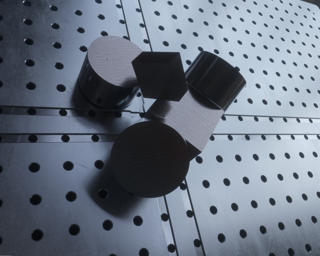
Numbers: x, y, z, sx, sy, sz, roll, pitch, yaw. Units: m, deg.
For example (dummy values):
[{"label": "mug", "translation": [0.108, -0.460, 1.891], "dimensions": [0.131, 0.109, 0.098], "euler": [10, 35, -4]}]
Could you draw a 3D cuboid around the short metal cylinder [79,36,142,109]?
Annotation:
[{"label": "short metal cylinder", "translation": [-0.059, -0.071, 0.400], "dimensions": [0.081, 0.050, 0.080], "euler": [14, 56, -21]}]

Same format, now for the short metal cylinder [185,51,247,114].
[{"label": "short metal cylinder", "translation": [0.073, -0.063, 0.437], "dimensions": [0.080, 0.080, 0.050], "euler": [37, 90, -4]}]

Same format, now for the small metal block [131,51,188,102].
[{"label": "small metal block", "translation": [0.001, -0.060, 0.361], "dimensions": [0.050, 0.050, 0.025], "euler": [10, 45, 31]}]

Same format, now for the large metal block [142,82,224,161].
[{"label": "large metal block", "translation": [0.025, -0.010, 0.404], "dimensions": [0.080, 0.050, 0.080], "euler": [38, 51, -3]}]

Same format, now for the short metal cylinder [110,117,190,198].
[{"label": "short metal cylinder", "translation": [-0.009, 0.029, 0.338], "dimensions": [0.080, 0.050, 0.079], "euler": [0, 97, 1]}]
